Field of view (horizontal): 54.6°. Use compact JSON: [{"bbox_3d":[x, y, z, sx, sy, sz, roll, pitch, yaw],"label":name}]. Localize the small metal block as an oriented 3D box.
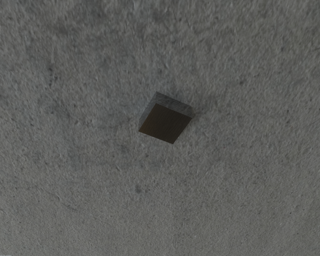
[{"bbox_3d":[0.006,-0.012,0.397,0.050,0.025,0.050,21,127,-17],"label":"small metal block"}]
